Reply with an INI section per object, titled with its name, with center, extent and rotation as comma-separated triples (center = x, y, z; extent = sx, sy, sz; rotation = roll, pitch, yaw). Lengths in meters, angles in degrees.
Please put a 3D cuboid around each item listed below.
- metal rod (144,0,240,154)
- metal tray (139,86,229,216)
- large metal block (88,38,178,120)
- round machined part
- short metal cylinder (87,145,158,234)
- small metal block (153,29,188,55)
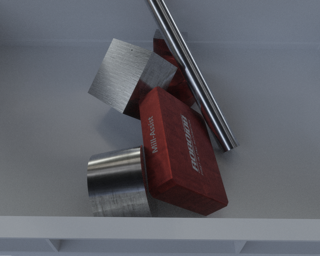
[metal rod]
center = 0.026, -0.106, 0.414
extent = 0.025, 0.025, 0.299
rotation = -22, 79, -18
[metal tray]
center = 0.024, 0.024, 0.346
extent = 0.090, 0.030, 0.130
rotation = 29, 37, -37
[large metal block]
center = -0.037, -0.062, 0.403
extent = 0.080, 0.050, 0.080
rotation = 30, 95, 41
[round machined part]
center = 0.008, -0.069, 0.452
extent = 0.099, 0.042, 0.098
rotation = 0, 50, 0
[short metal cylinder]
center = -0.035, 0.061, 0.313
extent = 0.050, 0.080, 0.080
rotation = -12, 51, 3
[small metal block]
center = 0.017, -0.127, 0.496
extent = 0.050, 0.050, 0.025
rotation = 8, 51, 6
